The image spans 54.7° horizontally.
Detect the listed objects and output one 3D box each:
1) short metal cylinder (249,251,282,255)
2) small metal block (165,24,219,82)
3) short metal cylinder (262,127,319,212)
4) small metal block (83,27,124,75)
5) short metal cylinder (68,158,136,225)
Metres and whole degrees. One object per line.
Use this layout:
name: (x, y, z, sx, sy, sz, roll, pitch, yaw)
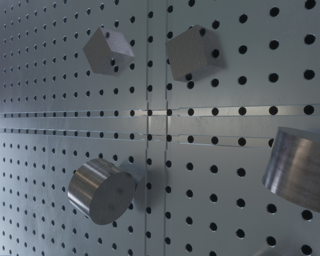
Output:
short metal cylinder: (0.104, 0.172, 0.307, 0.080, 0.050, 0.079, 0, 90, 40)
small metal block: (0.038, -0.089, 0.378, 0.050, 0.025, 0.050, -20, 77, 38)
short metal cylinder: (0.134, 0.034, 0.263, 0.080, 0.081, 0.050, 21, 103, 38)
small metal block: (-0.089, -0.119, 0.483, 0.050, 0.025, 0.050, -40, 66, 32)
short metal cylinder: (-0.082, 0.089, 0.441, 0.050, 0.081, 0.079, 23, 105, 37)
